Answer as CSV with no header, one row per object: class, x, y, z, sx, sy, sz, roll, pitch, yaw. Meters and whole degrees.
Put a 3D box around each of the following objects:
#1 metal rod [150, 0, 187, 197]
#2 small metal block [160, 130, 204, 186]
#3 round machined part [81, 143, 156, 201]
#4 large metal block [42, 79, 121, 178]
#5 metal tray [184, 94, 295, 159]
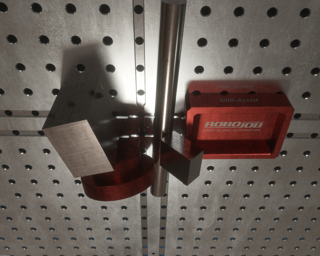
metal rod,0.005,-0.012,0.401,0.025,0.025,0.298,2,130,-2
small metal block,0.027,0.040,0.406,0.025,0.050,0.050,-34,143,-33
round machined part,-0.057,0.053,0.413,0.099,0.098,0.042,-8,108,6
large metal block,-0.089,0.000,0.374,0.050,0.080,0.080,-12,129,9
metal tray,0.097,0.000,0.409,0.131,0.030,0.089,0,130,0
